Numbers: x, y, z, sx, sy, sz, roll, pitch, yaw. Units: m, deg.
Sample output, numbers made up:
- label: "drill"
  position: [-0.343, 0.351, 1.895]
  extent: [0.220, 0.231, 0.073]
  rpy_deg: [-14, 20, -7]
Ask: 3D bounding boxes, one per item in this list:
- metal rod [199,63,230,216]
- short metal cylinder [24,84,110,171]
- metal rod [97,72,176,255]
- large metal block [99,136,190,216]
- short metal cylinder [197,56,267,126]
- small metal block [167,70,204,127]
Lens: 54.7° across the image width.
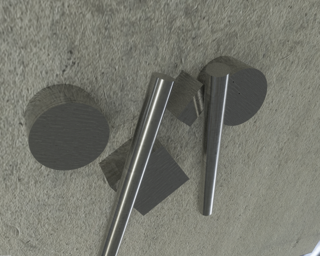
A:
- label: "metal rod"
  position: [0.070, 0.041, 0.430]
  extent: [0.025, 0.025, 0.298]
  rpy_deg: [-22, 139, -15]
- label: "short metal cylinder"
  position: [-0.101, -0.001, 0.335]
  extent: [0.081, 0.050, 0.079]
  rpy_deg: [-14, 124, -21]
- label: "metal rod"
  position: [-0.040, 0.079, 0.369]
  extent: [0.025, 0.025, 0.298]
  rpy_deg: [4, 116, -31]
- label: "large metal block"
  position: [-0.020, 0.058, 0.416]
  extent: [0.080, 0.050, 0.080]
  rpy_deg: [-39, 129, -2]
- label: "short metal cylinder"
  position: [0.093, -0.049, 0.411]
  extent: [0.081, 0.050, 0.079]
  rpy_deg: [-14, 124, -21]
- label: "small metal block"
  position: [0.033, -0.038, 0.385]
  extent: [0.025, 0.050, 0.050]
  rpy_deg: [30, 101, -38]
